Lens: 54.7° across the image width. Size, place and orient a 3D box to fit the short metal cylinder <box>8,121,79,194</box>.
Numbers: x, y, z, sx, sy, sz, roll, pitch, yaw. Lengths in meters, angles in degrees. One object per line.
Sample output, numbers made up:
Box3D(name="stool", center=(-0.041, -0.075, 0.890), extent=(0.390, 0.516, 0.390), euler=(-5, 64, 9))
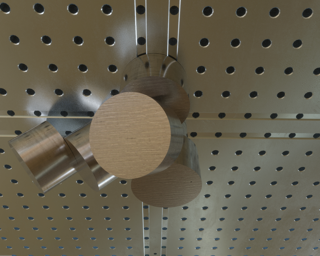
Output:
Box3D(name="short metal cylinder", center=(-0.149, 0.037, 0.397), extent=(0.050, 0.080, 0.080), euler=(-35, 136, -27))

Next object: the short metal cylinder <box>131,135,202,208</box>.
Box3D(name="short metal cylinder", center=(0.007, 0.051, 0.370), extent=(0.081, 0.050, 0.079), euler=(0, 130, 0))

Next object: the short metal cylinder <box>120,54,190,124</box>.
Box3D(name="short metal cylinder", center=(-0.007, -0.039, 0.361), extent=(0.081, 0.050, 0.079), euler=(0, 130, 0))

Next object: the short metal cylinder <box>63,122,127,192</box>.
Box3D(name="short metal cylinder", center=(-0.080, 0.033, 0.394), extent=(0.050, 0.080, 0.080), euler=(-34, 136, -27))

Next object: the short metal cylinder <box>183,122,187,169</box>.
Box3D(name="short metal cylinder", center=(-0.002, 0.022, 0.413), extent=(0.081, 0.050, 0.079), euler=(0, 130, 0))

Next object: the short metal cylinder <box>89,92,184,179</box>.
Box3D(name="short metal cylinder", center=(-0.022, 0.008, 0.307), extent=(0.080, 0.080, 0.050), euler=(-19, 171, 15))
